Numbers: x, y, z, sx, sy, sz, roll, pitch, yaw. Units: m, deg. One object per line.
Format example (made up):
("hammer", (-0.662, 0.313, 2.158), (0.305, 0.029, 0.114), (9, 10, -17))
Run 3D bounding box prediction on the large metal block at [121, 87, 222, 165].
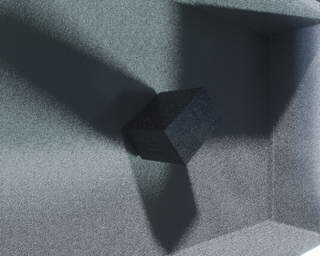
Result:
("large metal block", (0.014, -0.004, 0.381), (0.080, 0.080, 0.050), (-47, 119, -30))
